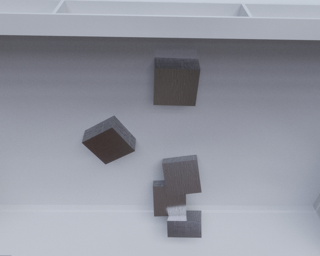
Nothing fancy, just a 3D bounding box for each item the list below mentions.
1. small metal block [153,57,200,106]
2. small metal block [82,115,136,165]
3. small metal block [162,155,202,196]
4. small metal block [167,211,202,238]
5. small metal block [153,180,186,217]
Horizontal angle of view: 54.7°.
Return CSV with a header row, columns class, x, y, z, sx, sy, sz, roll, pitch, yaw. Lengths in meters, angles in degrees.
class,x,y,z,sx,sy,sz,roll,pitch,yaw
small metal block,0.018,-0.054,0.364,0.050,0.025,0.050,1,130,-2
small metal block,-0.069,0.017,0.423,0.050,0.025,0.050,-26,126,20
small metal block,0.032,0.069,0.455,0.050,0.025,0.050,-8,100,5
small metal block,0.039,0.149,0.483,0.050,0.050,0.025,-2,92,8
small metal block,0.015,0.111,0.490,0.050,0.025,0.050,-2,102,0
